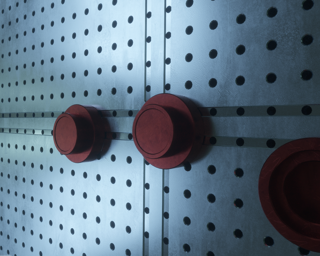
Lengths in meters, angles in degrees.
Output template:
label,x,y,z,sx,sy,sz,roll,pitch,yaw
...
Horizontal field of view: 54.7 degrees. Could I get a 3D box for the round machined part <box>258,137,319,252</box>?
label,x,y,z,sx,sy,sz,roll,pitch,yaw
round machined part,0.144,0.057,0.279,0.098,0.042,0.097,0,90,39

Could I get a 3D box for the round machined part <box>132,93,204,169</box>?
label,x,y,z,sx,sy,sz,roll,pitch,yaw
round machined part,0.003,0.004,0.394,0.098,0.042,0.097,0,90,39

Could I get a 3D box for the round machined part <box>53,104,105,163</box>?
label,x,y,z,sx,sy,sz,roll,pitch,yaw
round machined part,-0.139,0.009,0.510,0.098,0.042,0.097,0,90,39
